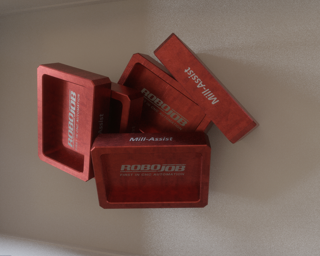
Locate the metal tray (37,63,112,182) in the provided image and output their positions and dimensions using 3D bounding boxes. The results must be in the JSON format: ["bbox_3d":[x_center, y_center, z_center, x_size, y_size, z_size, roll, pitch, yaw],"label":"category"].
[{"bbox_3d":[-0.110,-0.008,0.387,0.090,0.030,0.129,19,114,25],"label":"metal tray"}]

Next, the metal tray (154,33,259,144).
[{"bbox_3d":[0.057,-0.043,0.355,0.030,0.090,0.130,-43,77,15],"label":"metal tray"}]

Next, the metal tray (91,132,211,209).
[{"bbox_3d":[-0.009,0.052,0.366,0.131,0.030,0.089,-1,119,1],"label":"metal tray"}]

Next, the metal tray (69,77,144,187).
[{"bbox_3d":[-0.075,0.005,0.407,0.090,0.030,0.129,21,115,24],"label":"metal tray"}]

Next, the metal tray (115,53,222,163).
[{"bbox_3d":[0.001,-0.025,0.399,0.130,0.030,0.090,38,110,15],"label":"metal tray"}]
